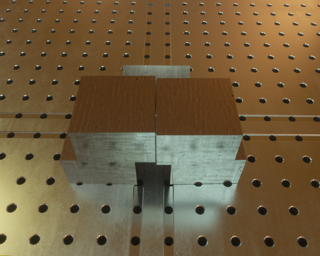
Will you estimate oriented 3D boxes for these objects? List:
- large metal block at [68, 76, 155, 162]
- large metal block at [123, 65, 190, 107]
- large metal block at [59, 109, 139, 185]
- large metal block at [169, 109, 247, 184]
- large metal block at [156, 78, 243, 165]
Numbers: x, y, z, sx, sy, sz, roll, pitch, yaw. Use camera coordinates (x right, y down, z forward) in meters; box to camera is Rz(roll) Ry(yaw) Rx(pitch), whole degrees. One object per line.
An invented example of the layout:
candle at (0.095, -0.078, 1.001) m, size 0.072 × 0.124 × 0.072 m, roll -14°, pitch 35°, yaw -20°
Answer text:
large metal block at (-0.045, -0.010, 0.331) m, size 0.081 × 0.050 × 0.080 m, roll 0°, pitch 50°, yaw -1°
large metal block at (-0.004, -0.056, 0.411) m, size 0.081 × 0.050 × 0.080 m, roll 0°, pitch 8°, yaw 0°
large metal block at (-0.066, 0.020, 0.374) m, size 0.081 × 0.050 × 0.080 m, roll 1°, pitch 50°, yaw 0°
large metal block at (0.052, 0.020, 0.375) m, size 0.081 × 0.050 × 0.080 m, roll -1°, pitch 50°, yaw -1°
large metal block at (0.037, -0.008, 0.331) m, size 0.081 × 0.050 × 0.080 m, roll 0°, pitch 50°, yaw -1°
